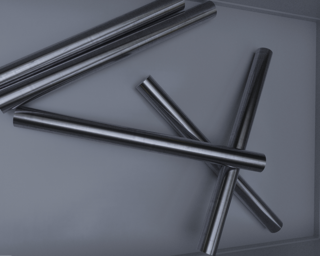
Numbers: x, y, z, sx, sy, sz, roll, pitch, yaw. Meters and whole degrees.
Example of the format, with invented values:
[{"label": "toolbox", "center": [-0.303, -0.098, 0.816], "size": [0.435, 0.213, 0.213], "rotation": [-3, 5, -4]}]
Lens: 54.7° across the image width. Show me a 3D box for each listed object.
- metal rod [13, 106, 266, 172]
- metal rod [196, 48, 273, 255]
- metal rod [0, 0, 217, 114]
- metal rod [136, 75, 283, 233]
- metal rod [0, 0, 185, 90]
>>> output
[{"label": "metal rod", "center": [-0.016, 0.016, 0.375], "size": [0.302, 0.025, 0.025], "rotation": [11, 86, -9]}, {"label": "metal rod", "center": [0.107, 0.021, 0.427], "size": [0.025, 0.025, 0.299], "rotation": [26, 73, -18]}, {"label": "metal rod", "center": [-0.052, -0.097, 0.385], "size": [0.302, 0.025, 0.025], "rotation": [-30, 100, -20]}, {"label": "metal rod", "center": [0.077, 0.045, 0.438], "size": [0.300, 0.025, 0.025], "rotation": [47, 76, -14]}, {"label": "metal rod", "center": [-0.098, -0.100, 0.373], "size": [0.302, 0.025, 0.025], "rotation": [-30, 100, -18]}]
